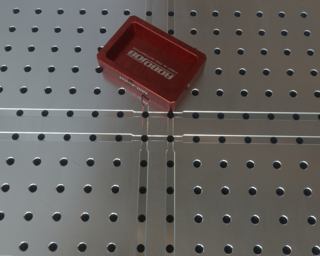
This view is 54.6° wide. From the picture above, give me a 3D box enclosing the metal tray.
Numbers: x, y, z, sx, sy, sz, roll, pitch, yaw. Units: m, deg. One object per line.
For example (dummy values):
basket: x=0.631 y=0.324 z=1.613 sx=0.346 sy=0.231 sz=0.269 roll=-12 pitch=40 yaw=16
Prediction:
metal tray: x=-0.012 y=-0.094 z=0.443 sx=0.130 sy=0.030 sz=0.090 roll=32 pitch=73 yaw=11
